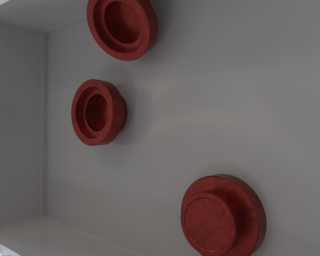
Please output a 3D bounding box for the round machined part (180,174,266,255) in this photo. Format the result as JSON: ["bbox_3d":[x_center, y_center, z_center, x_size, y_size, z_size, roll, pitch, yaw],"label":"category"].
[{"bbox_3d":[0.062,0.102,0.344,0.098,0.042,0.097,0,90,40],"label":"round machined part"}]

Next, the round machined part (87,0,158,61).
[{"bbox_3d":[-0.045,-0.143,0.414,0.098,0.042,0.097,18,133,21],"label":"round machined part"}]

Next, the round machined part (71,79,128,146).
[{"bbox_3d":[-0.088,-0.023,0.468,0.098,0.042,0.097,0,90,40],"label":"round machined part"}]
